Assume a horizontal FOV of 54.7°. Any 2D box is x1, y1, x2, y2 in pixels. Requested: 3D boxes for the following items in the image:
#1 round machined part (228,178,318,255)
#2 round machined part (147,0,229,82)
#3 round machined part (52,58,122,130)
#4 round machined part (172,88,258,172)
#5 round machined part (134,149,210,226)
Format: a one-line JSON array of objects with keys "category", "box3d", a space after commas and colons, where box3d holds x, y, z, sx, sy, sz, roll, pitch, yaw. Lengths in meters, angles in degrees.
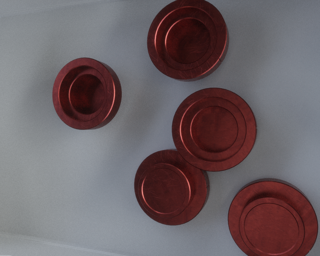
[{"category": "round machined part", "box3d": [0.128, 0.110, 0.356, 0.098, 0.042, 0.097, 0, 90, 20]}, {"category": "round machined part", "box3d": [0.037, -0.106, 0.388, 0.098, 0.042, 0.097, 0, 90, 20]}, {"category": "round machined part", "box3d": [-0.097, -0.046, 0.436, 0.098, 0.042, 0.097, 0, 90, 20]}, {"category": "round machined part", "box3d": [0.068, 0.002, 0.377, 0.098, 0.042, 0.097, 0, 90, 19]}, {"category": "round machined part", "box3d": [0.011, 0.077, 0.397, 0.098, 0.042, 0.097, 0, 90, 20]}]
